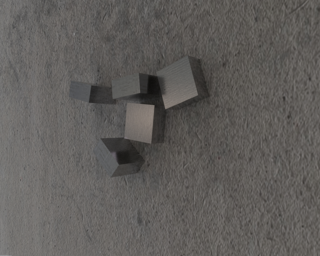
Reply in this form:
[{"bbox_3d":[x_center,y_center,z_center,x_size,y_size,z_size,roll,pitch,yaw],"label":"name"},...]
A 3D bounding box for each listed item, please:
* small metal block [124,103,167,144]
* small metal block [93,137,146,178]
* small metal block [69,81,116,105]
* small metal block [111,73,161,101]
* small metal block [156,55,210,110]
[{"bbox_3d":[-0.020,-0.007,0.422,0.050,0.025,0.050,9,96,39],"label":"small metal block"},{"bbox_3d":[-0.057,0.040,0.436,0.050,0.050,0.025,49,119,28],"label":"small metal block"},{"bbox_3d":[-0.102,-0.054,0.473,0.050,0.050,0.025,17,101,38],"label":"small metal block"},{"bbox_3d":[-0.028,-0.053,0.412,0.050,0.050,0.025,-7,86,40],"label":"small metal block"},{"bbox_3d":[0.028,-0.054,0.382,0.050,0.025,0.050,-22,77,38],"label":"small metal block"}]
